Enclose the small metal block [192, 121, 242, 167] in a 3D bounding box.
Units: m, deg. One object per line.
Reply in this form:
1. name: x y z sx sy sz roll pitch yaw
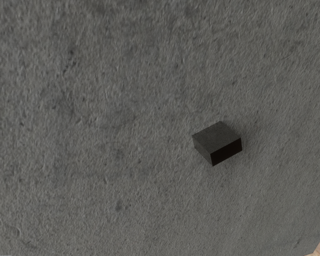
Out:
1. small metal block: 0.082 0.022 0.448 0.050 0.050 0.025 -26 128 -12
